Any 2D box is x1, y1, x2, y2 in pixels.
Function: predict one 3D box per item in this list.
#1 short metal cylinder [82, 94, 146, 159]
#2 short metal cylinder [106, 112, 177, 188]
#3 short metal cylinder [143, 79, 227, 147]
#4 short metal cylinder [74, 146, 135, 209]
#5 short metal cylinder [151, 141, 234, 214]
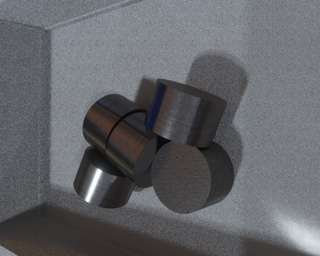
[{"bbox_3d":[-0.054,0.001,0.411,0.050,0.081,0.079,32,110,35],"label":"short metal cylinder"},{"bbox_3d":[-0.019,0.027,0.383,0.050,0.081,0.079,33,111,35],"label":"short metal cylinder"},{"bbox_3d":[0.027,-0.018,0.345,0.080,0.081,0.050,29,108,36],"label":"short metal cylinder"},{"bbox_3d":[-0.072,0.064,0.425,0.080,0.081,0.050,36,112,34],"label":"short metal cylinder"},{"bbox_3d":[0.037,0.053,0.356,0.080,0.050,0.079,0,90,39],"label":"short metal cylinder"}]
